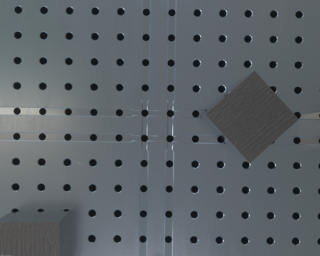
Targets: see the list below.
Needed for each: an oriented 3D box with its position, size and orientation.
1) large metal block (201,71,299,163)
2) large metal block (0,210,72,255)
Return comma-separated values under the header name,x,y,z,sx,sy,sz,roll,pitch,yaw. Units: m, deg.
name,x,y,z,sx,sy,sz,roll,pitch,yaw
large metal block,0.112,-0.014,0.402,0.080,0.050,0.080,-42,90,0
large metal block,-0.162,0.153,0.400,0.080,0.050,0.080,0,90,0
